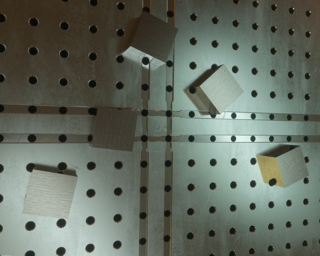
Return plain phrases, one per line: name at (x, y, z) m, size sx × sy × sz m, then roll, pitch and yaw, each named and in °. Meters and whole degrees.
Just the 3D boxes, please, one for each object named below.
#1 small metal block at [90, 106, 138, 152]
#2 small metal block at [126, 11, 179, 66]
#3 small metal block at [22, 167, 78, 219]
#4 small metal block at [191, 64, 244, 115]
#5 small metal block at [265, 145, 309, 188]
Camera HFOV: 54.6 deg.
small metal block at (-0.059, 0.002, 0.391) m, size 0.050 × 0.025 × 0.050 m, roll 8°, pitch 87°, yaw -20°
small metal block at (-0.010, -0.116, 0.408) m, size 0.050 × 0.025 × 0.050 m, roll 22°, pitch 83°, yaw -19°
small metal block at (-0.129, 0.076, 0.365) m, size 0.050 × 0.025 × 0.050 m, roll 14°, pitch 85°, yaw -20°
small metal block at (0.083, -0.054, 0.443) m, size 0.050 × 0.025 × 0.050 m, roll -43°, pitch 104°, yaw -15°
small metal block at (0.199, 0.059, 0.486) m, size 0.050 × 0.025 × 0.050 m, roll -21°, pitch 97°, yaw -19°
